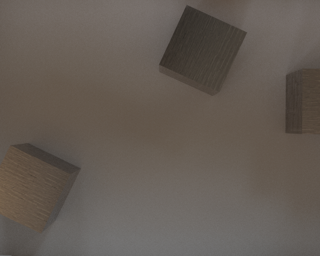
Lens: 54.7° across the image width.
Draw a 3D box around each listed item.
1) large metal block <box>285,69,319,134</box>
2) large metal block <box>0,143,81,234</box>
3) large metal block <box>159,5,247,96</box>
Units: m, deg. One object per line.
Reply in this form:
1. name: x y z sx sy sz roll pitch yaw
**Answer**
1. large metal block: 0.213 -0.032 0.400 0.081 0.050 0.080 0 90 0
2. large metal block: -0.162 0.074 0.398 0.080 0.050 0.080 26 90 0
3. large metal block: 0.052 -0.096 0.399 0.080 0.050 0.080 25 90 0
